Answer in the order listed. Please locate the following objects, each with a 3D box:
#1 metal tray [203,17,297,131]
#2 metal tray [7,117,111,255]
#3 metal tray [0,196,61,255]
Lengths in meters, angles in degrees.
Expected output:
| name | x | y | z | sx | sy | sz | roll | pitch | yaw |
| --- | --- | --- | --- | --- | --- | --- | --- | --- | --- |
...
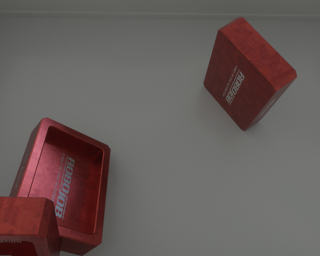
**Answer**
| name | x | y | z | sx | sy | sz | roll | pitch | yaw |
| --- | --- | --- | --- | --- | --- | --- | --- | --- | --- |
| metal tray | 0.100 | -0.058 | 0.375 | 0.030 | 0.130 | 0.090 | -34 | 74 | -11 |
| metal tray | -0.103 | 0.059 | 0.332 | 0.090 | 0.030 | 0.130 | 29 | 37 | -29 |
| metal tray | -0.151 | 0.089 | 0.244 | 0.131 | 0.089 | 0.030 | 4 | 46 | -9 |
